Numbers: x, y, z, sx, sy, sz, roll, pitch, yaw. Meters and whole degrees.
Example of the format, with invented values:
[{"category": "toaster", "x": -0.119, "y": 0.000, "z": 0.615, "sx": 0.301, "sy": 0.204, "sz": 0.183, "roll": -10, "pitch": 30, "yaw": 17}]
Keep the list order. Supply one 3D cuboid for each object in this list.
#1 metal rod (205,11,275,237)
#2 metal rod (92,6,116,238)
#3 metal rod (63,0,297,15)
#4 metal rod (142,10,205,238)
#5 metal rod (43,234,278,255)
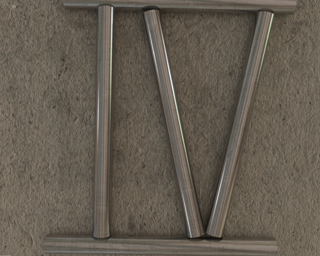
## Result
[{"category": "metal rod", "x": 0.106, "y": -0.005, "z": 0.412, "sx": 0.025, "sy": 0.025, "sz": 0.298, "roll": 13, "pitch": 90, "yaw": -1}, {"category": "metal rod", "x": -0.074, "y": -0.008, "z": 0.409, "sx": 0.025, "sy": 0.025, "sz": 0.298, "roll": 1, "pitch": 90, "yaw": -1}, {"category": "metal rod", "x": 0.026, "y": -0.167, "z": 0.411, "sx": 0.302, "sy": 0.025, "sz": 0.025, "roll": 1, "pitch": 90, "yaw": -1}, {"category": "metal rod", "x": 0.018, "y": -0.006, "z": 0.410, "sx": 0.025, "sy": 0.025, "sz": 0.298, "roll": -11, "pitch": 90, "yaw": 0}, {"category": "metal rod", "x": 0.001, "y": 0.155, "z": 0.410, "sx": 0.302, "sy": 0.025, "sz": 0.025, "roll": 1, "pitch": 90, "yaw": -1}]
